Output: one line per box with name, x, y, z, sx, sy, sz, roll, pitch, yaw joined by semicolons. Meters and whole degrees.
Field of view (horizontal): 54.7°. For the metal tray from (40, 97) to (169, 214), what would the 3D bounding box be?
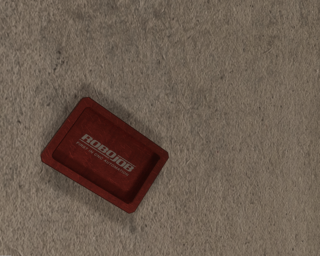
metal tray;-0.065;0.034;0.382;0.130;0.030;0.090;36;78;-17
